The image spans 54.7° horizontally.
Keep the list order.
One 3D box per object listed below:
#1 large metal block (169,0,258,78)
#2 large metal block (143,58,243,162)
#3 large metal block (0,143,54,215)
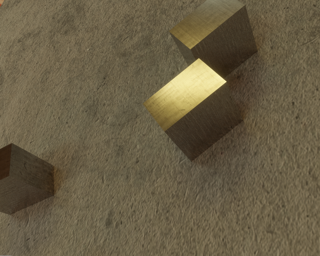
[{"bbox_3d":[0.071,-0.112,0.400,0.080,0.080,0.050,-39,51,2],"label":"large metal block"},{"bbox_3d":[0.041,-0.018,0.358,0.080,0.080,0.050,-39,51,2],"label":"large metal block"},{"bbox_3d":[-0.208,0.074,0.433,0.080,0.080,0.050,-25,53,13],"label":"large metal block"}]
